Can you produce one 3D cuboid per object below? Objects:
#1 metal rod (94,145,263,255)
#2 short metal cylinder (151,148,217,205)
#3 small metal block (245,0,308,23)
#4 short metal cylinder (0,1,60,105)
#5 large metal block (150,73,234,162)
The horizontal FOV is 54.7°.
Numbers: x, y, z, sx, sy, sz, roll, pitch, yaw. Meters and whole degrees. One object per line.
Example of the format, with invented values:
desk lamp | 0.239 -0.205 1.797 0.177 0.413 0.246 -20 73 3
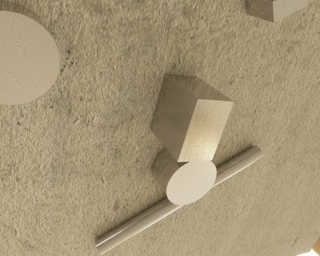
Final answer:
metal rod | 0.037 0.111 0.497 0.302 0.025 0.025 -29 129 -11
short metal cylinder | 0.035 0.065 0.452 0.081 0.050 0.079 -14 125 -21
small metal block | 0.139 -0.154 0.373 0.050 0.050 0.025 -29 129 -11
short metal cylinder | -0.135 -0.067 0.276 0.081 0.050 0.079 -14 125 -21
large metal block | 0.035 -0.014 0.383 0.050 0.080 0.079 1 118 -29
